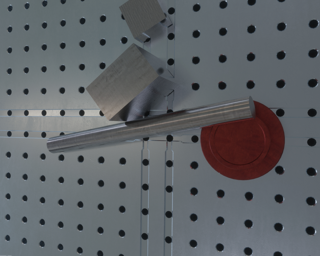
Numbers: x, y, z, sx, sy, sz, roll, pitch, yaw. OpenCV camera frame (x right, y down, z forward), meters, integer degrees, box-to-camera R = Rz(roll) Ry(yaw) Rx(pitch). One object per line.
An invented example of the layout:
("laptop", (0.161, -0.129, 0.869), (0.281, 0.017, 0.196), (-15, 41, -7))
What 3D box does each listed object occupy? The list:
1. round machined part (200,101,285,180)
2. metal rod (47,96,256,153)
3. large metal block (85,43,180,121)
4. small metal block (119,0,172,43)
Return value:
("round machined part", (0.096, 0.014, 0.369), (0.098, 0.042, 0.097), (0, 90, 20))
("metal rod", (-0.032, 0.002, 0.398), (0.300, 0.025, 0.025), (-10, 87, 29))
("large metal block", (-0.032, -0.053, 0.394), (0.080, 0.080, 0.050), (-40, 78, 15))
("small metal block", (-0.020, -0.152, 0.419), (0.050, 0.025, 0.050), (-28, 81, 17))
